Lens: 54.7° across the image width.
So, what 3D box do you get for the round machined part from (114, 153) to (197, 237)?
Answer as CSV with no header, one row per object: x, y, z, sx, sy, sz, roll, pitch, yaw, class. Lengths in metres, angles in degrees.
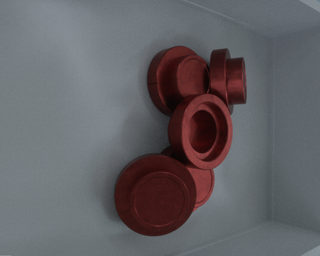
-0.004,0.081,0.365,0.099,0.042,0.097,-1,94,-11,round machined part

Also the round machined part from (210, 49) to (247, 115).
0.103,-0.068,0.455,0.098,0.042,0.097,-3,90,-71,round machined part

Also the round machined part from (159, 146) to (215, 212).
0.038,0.072,0.427,0.099,0.042,0.097,0,90,-40,round machined part

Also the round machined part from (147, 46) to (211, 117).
0.034,-0.063,0.423,0.099,0.042,0.097,0,90,-40,round machined part

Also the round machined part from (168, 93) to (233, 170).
0.049,0.005,0.408,0.099,0.042,0.097,0,90,-40,round machined part
